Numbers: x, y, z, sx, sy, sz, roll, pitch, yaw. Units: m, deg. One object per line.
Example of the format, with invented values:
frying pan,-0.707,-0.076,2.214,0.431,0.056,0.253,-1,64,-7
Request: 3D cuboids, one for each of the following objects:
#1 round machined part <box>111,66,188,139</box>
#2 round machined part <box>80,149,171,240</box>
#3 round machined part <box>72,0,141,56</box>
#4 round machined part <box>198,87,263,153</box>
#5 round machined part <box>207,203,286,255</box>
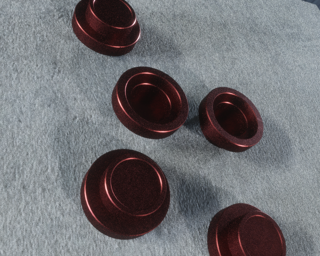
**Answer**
round machined part,-0.016,-0.029,0.403,0.099,0.042,0.098,14,56,-21
round machined part,-0.032,0.067,0.336,0.099,0.042,0.098,14,56,-21
round machined part,-0.074,-0.156,0.449,0.099,0.042,0.098,14,56,-21
round machined part,0.098,-0.008,0.453,0.099,0.042,0.098,14,56,-21
round machined part,0.110,0.138,0.370,0.099,0.042,0.098,14,56,-21
